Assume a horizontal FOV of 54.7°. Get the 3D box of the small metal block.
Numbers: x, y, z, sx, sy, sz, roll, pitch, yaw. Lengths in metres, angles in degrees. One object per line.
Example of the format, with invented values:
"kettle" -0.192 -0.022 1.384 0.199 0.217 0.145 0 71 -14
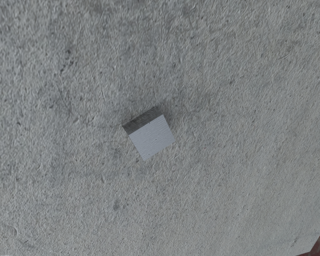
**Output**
"small metal block" -0.014 0.007 0.407 0.050 0.025 0.050 -32 129 -8
